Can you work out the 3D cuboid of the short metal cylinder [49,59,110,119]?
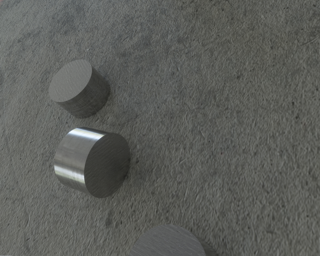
[{"bbox_3d":[-0.127,-0.062,0.493,0.080,0.050,0.080,-13,56,21],"label":"short metal cylinder"}]

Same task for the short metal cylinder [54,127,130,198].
[{"bbox_3d":[-0.082,0.042,0.386,0.050,0.080,0.080,10,67,32],"label":"short metal cylinder"}]

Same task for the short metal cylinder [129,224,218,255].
[{"bbox_3d":[0.015,0.138,0.295,0.080,0.050,0.080,-13,56,21],"label":"short metal cylinder"}]
